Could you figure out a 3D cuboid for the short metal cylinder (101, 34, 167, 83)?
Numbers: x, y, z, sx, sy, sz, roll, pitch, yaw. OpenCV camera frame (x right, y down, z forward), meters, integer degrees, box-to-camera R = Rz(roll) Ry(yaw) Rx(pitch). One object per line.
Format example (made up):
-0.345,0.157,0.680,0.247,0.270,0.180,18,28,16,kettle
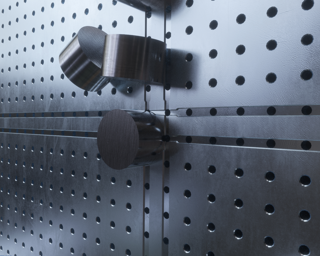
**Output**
-0.034,-0.087,0.399,0.080,0.081,0.050,11,97,39,short metal cylinder

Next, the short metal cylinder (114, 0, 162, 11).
-0.032,-0.206,0.418,0.080,0.050,0.079,0,90,39,short metal cylinder

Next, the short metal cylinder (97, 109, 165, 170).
-0.041,0.015,0.424,0.080,0.050,0.079,0,90,39,short metal cylinder

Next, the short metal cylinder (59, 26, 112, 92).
-0.098,-0.100,0.452,0.050,0.081,0.080,-34,69,34,short metal cylinder
